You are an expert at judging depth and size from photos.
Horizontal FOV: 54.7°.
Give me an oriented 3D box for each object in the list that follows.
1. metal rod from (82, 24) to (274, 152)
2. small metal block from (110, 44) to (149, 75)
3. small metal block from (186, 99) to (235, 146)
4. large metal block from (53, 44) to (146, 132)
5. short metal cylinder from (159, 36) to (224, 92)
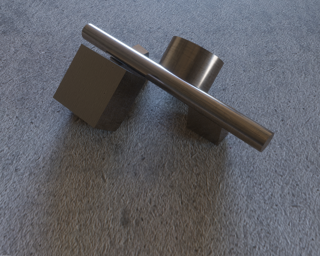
[{"bbox_3d":[0.004,-0.063,0.393,0.300,0.025,0.025,36,58,26],"label":"metal rod"},{"bbox_3d":[-0.044,-0.090,0.464,0.050,0.050,0.025,-32,57,-24],"label":"small metal block"},{"bbox_3d":[0.063,-0.012,0.396,0.050,0.050,0.025,33,58,24],"label":"small metal block"},{"bbox_3d":[-0.080,-0.051,0.408,0.080,0.050,0.080,33,98,24],"label":"large metal block"},{"bbox_3d":[0.042,-0.086,0.434,0.080,0.080,0.050,32,98,23],"label":"short metal cylinder"}]
